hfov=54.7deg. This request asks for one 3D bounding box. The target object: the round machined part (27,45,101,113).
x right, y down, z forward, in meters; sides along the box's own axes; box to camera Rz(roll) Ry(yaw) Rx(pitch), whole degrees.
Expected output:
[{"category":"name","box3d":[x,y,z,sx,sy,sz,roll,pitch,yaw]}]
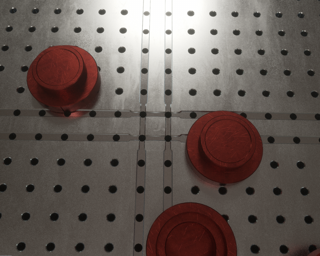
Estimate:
[{"category":"round machined part","box3d":[-0.135,-0.074,0.428,0.099,0.042,0.098,0,70,-1]}]

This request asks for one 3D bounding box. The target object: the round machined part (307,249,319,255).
[{"category":"round machined part","box3d":[0.197,0.181,0.339,0.099,0.042,0.098,0,70,-1]}]

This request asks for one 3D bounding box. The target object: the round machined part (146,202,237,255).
[{"category":"round machined part","box3d":[0.034,0.137,0.353,0.099,0.042,0.098,0,70,-1]}]

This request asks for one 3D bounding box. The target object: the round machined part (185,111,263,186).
[{"category":"round machined part","box3d":[0.083,0.022,0.396,0.099,0.042,0.098,0,70,-1]}]
